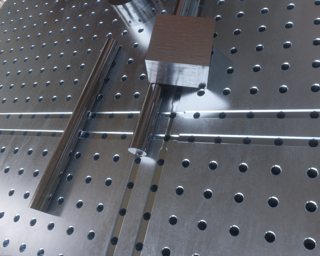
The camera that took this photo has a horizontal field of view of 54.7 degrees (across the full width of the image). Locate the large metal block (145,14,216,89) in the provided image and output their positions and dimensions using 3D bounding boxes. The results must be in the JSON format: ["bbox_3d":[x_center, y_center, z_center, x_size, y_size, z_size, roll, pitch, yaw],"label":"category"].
[{"bbox_3d":[0.030,-0.105,0.424,0.080,0.050,0.080,8,65,7],"label":"large metal block"}]

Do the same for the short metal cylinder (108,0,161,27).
[{"bbox_3d":[-0.046,-0.231,0.558,0.080,0.050,0.080,-13,56,21],"label":"short metal cylinder"}]

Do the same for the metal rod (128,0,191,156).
[{"bbox_3d":[0.007,-0.100,0.465,0.025,0.025,0.300,2,62,29],"label":"metal rod"}]

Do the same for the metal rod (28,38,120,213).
[{"bbox_3d":[-0.126,-0.018,0.485,0.025,0.025,0.300,5,64,30],"label":"metal rod"}]
